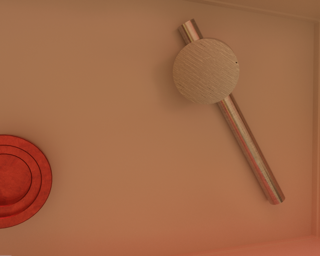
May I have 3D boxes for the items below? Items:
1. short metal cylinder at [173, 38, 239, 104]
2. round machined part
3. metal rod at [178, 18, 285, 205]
[{"bbox_3d":[0.060,-0.075,0.401,0.080,0.050,0.079,3,108,10],"label":"short metal cylinder"},{"bbox_3d":[-0.171,0.055,0.339,0.099,0.042,0.097,0,90,-21],"label":"round machined part"},{"bbox_3d":[0.108,-0.016,0.452,0.025,0.025,0.299,-33,101,-17],"label":"metal rod"}]
